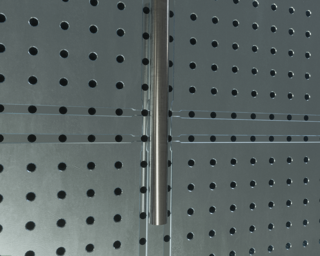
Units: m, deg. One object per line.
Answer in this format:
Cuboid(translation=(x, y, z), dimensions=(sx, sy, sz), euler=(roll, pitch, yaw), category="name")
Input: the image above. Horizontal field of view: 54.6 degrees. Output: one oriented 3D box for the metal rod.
Cuboid(translation=(-0.001, -0.024, 0.412), dimensions=(0.025, 0.025, 0.298), euler=(1, 90, -20), category="metal rod")
